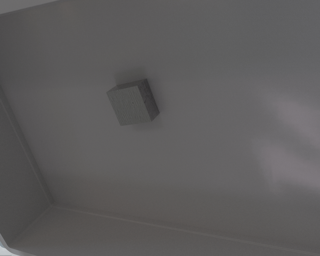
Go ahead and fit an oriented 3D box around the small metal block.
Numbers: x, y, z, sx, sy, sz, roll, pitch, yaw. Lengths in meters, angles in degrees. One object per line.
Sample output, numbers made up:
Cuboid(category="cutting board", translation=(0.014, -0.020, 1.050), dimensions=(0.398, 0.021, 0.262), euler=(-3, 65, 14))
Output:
Cuboid(category="small metal block", translation=(-0.035, -0.033, 0.407), dimensions=(0.050, 0.025, 0.050), euler=(-7, 115, 31))
